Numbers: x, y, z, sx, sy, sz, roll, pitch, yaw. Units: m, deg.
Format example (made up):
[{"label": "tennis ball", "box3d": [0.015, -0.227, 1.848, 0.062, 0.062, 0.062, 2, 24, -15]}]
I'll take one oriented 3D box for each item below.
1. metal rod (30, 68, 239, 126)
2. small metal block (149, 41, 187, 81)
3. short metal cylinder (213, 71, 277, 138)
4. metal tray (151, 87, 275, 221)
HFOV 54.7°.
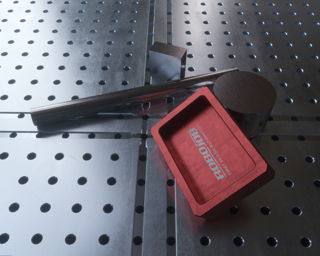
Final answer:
[{"label": "metal rod", "box3d": [-0.026, -0.047, 0.446, 0.302, 0.025, 0.025, -13, 51, -11]}, {"label": "small metal block", "box3d": [0.012, -0.100, 0.475, 0.050, 0.050, 0.025, 17, 52, 14]}, {"label": "short metal cylinder", "box3d": [0.110, -0.032, 0.419, 0.081, 0.050, 0.080, 0, 50, 0]}, {"label": "metal tray", "box3d": [0.054, 0.025, 0.353, 0.090, 0.030, 0.130, -39, 53, 13]}]
